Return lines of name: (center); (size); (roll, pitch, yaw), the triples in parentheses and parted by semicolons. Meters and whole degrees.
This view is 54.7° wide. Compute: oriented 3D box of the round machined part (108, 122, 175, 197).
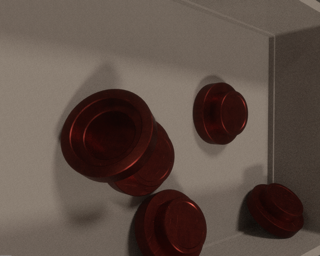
round machined part: (-0.021, 0.035, 0.380); (0.099, 0.042, 0.097); (0, 90, -40)

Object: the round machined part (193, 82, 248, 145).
round machined part: (0.100, -0.022, 0.482); (0.099, 0.042, 0.097); (0, 90, -40)

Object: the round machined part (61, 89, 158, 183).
round machined part: (-0.050, 0.011, 0.329); (0.098, 0.098, 0.042); (-66, 158, -19)

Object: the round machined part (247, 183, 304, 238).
round machined part: (0.204, 0.134, 0.532); (0.099, 0.098, 0.042); (-7, 136, -40)

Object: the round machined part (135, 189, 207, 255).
round machined part: (0.021, 0.126, 0.393); (0.099, 0.042, 0.098); (19, 56, -31)
